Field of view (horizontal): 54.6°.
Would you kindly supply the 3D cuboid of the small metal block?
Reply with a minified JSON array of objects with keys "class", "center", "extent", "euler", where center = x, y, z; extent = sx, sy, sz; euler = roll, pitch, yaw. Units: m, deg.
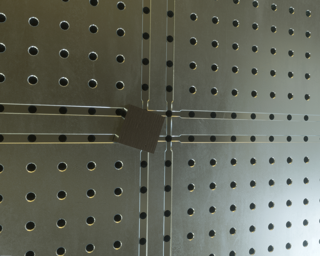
[{"class":"small metal block","center":[-0.027,0.002,0.402],"extent":[0.050,0.025,0.050],"euler":[20,84,-19]}]
